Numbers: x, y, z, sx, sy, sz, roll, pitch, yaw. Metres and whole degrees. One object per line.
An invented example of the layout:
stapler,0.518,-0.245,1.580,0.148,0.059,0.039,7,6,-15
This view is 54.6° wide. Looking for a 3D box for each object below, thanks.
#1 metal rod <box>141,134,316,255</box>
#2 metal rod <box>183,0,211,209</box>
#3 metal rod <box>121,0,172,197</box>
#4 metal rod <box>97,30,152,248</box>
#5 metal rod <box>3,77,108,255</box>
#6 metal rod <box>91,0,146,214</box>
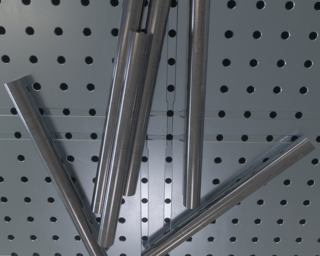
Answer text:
metal rod,0.090,0.112,0.455,0.300,0.025,0.025,-40,106,13
metal rod,0.046,-0.029,0.403,0.025,0.025,0.298,0,110,0
metal rod,-0.020,-0.046,0.396,0.025,0.025,0.298,10,110,-4
metal rod,-0.050,0.029,0.402,0.025,0.025,0.298,11,110,-4
metal rod,-0.139,0.074,0.439,0.025,0.025,0.299,-17,109,6
metal rod,-0.059,-0.018,0.406,0.025,0.025,0.298,11,110,-4
